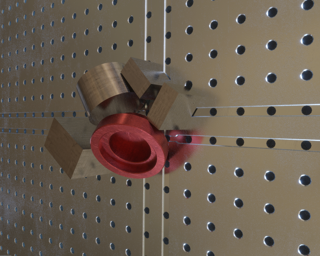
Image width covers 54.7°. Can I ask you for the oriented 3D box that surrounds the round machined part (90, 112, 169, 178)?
[{"bbox_3d":[-0.036,0.018,0.404,0.098,0.042,0.097,9,133,10],"label":"round machined part"}]

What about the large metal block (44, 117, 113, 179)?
[{"bbox_3d":[-0.111,0.027,0.462,0.080,0.081,0.050,40,114,32],"label":"large metal block"}]

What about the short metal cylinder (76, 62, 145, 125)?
[{"bbox_3d":[-0.068,-0.045,0.427,0.080,0.081,0.050,-40,66,32],"label":"short metal cylinder"}]

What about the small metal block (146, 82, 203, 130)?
[{"bbox_3d":[0.018,-0.025,0.377,0.025,0.050,0.050,42,115,31],"label":"small metal block"}]

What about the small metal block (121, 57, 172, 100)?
[{"bbox_3d":[-0.015,-0.063,0.403,0.025,0.050,0.050,-50,61,28],"label":"small metal block"}]
